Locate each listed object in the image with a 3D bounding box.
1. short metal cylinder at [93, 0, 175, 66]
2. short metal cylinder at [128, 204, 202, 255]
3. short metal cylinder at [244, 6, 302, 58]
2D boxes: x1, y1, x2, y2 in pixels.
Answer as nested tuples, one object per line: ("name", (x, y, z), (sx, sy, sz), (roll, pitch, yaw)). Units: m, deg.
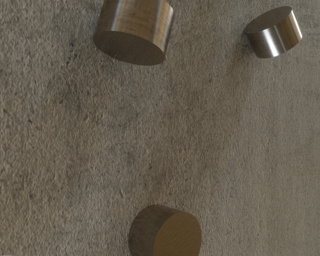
("short metal cylinder", (-0.028, -0.109, 0.345), (0.080, 0.080, 0.050), (21, 77, -38))
("short metal cylinder", (0.007, 0.142, 0.395), (0.081, 0.050, 0.080), (0, 90, -40))
("short metal cylinder", (0.193, -0.164, 0.530), (0.080, 0.080, 0.050), (-50, 120, -28))
